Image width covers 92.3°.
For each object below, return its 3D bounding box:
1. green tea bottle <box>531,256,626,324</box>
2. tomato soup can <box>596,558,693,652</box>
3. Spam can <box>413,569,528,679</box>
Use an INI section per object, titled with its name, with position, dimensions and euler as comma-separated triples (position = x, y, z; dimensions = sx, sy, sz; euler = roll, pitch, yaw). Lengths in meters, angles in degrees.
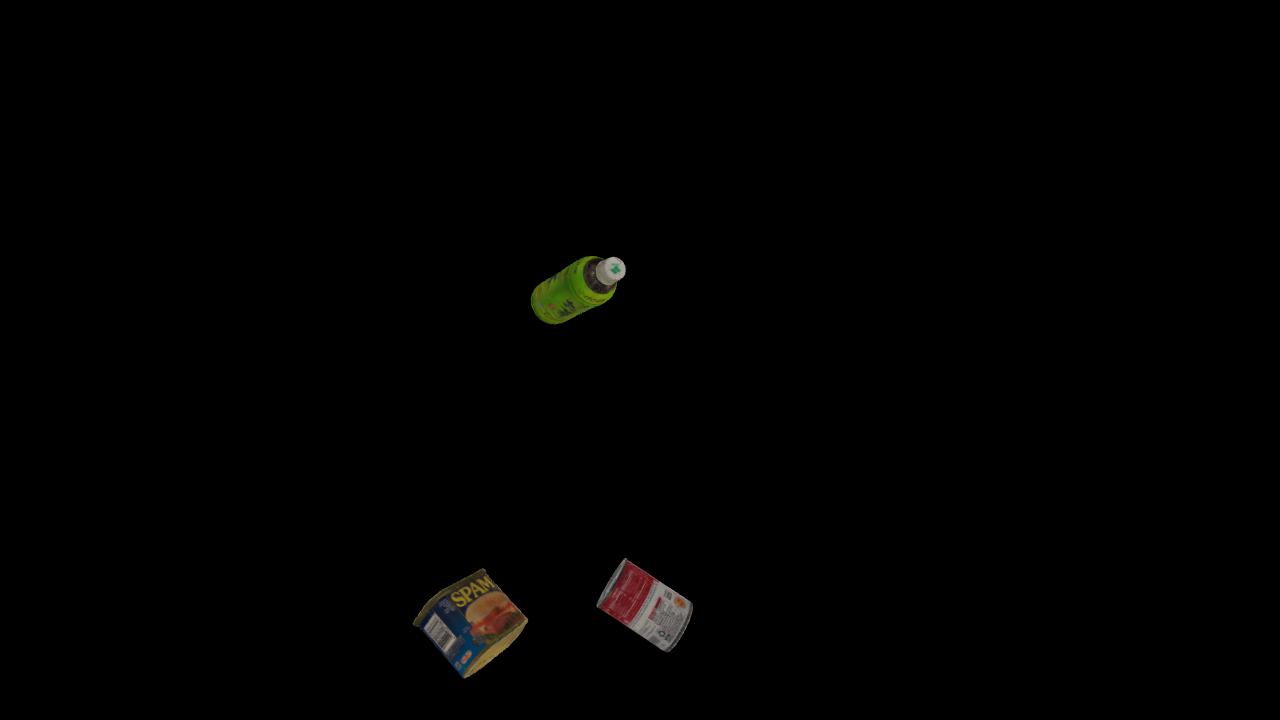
[green tea bottle]
position = -0.084, -0.102, 0.862
dimensions = 0.073, 0.073, 0.212
euler = 0, -9, -32
[tomato soup can]
position = 0.007, 0.301, 0.756
dimensions = 0.101, 0.068, 0.068
euler = 32, 2, 3
[Spam can]
position = -0.190, 0.300, 0.705
dimensions = 0.085, 0.058, 0.101
euler = 40, 16, 17
